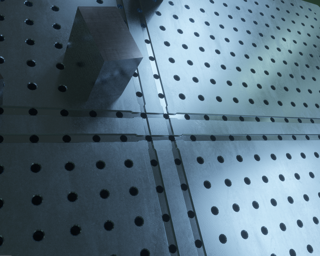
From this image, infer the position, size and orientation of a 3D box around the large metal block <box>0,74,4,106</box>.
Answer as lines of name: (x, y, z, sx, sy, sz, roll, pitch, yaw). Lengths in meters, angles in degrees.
large metal block: (-0.217, -0.053, 0.308, 0.081, 0.050, 0.080, -30, 78, -38)

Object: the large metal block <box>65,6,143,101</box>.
large metal block: (-0.073, -0.092, 0.389, 0.050, 0.080, 0.080, -15, 70, -34)
